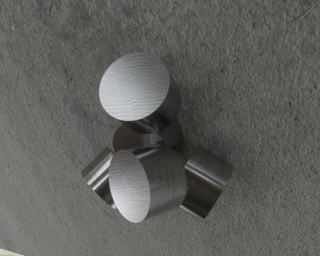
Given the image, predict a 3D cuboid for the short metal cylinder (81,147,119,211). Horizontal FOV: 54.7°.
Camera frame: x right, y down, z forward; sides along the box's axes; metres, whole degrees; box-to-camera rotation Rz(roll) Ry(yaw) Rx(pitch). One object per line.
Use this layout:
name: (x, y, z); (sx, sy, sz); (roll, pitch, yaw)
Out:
short metal cylinder: (-0.066, 0.072, 0.445); (0.080, 0.050, 0.080); (44, 174, 7)

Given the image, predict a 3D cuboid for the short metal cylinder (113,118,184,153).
short metal cylinder: (-0.015, 0.018, 0.410); (0.080, 0.050, 0.079); (13, 123, 21)

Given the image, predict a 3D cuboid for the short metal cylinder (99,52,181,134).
short metal cylinder: (-0.021, -0.038, 0.352); (0.080, 0.080, 0.050); (13, 167, 21)

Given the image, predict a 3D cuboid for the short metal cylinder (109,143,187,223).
short metal cylinder: (-0.016, 0.060, 0.351); (0.080, 0.050, 0.079); (11, 105, 49)

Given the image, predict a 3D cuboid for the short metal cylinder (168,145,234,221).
short metal cylinder: (0.049, 0.068, 0.389); (0.050, 0.080, 0.079); (30, 128, 8)
